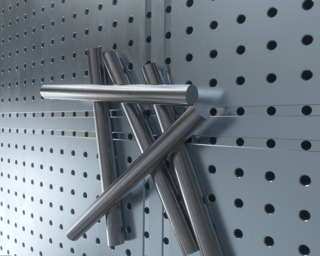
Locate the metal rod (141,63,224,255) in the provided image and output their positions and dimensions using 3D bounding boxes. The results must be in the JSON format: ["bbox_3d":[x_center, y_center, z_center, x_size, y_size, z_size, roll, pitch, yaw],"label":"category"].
[{"bbox_3d":[0.031,0.056,0.382,0.025,0.025,0.299,-28,72,36],"label":"metal rod"}]

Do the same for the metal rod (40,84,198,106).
[{"bbox_3d":[-0.080,-0.050,0.440,0.300,0.025,0.025,7,94,39],"label":"metal rod"}]

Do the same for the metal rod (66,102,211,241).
[{"bbox_3d":[-0.045,0.073,0.411,0.299,0.025,0.025,-45,63,30],"label":"metal rod"}]

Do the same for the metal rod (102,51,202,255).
[{"bbox_3d":[-0.018,0.021,0.421,0.025,0.025,0.299,-37,68,33],"label":"metal rod"}]

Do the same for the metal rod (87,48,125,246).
[{"bbox_3d":[-0.084,0.025,0.475,0.025,0.025,0.298,-12,82,39],"label":"metal rod"}]
